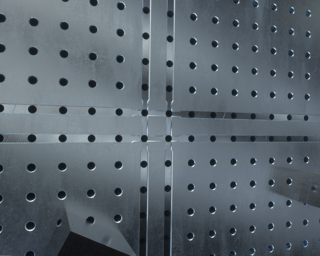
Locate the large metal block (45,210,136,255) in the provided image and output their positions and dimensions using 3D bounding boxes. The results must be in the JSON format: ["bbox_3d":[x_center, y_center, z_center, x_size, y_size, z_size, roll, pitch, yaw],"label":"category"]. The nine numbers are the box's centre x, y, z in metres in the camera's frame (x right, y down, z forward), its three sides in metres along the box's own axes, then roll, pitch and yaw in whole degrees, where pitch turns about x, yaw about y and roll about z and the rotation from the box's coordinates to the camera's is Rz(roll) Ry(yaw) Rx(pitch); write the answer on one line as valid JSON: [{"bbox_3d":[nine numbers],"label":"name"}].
[{"bbox_3d":[-0.081,0.143,0.354,0.080,0.080,0.050,30,80,-18],"label":"large metal block"}]

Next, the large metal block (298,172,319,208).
[{"bbox_3d":[0.284,0.108,0.488,0.080,0.080,0.050,17,85,-19],"label":"large metal block"}]
